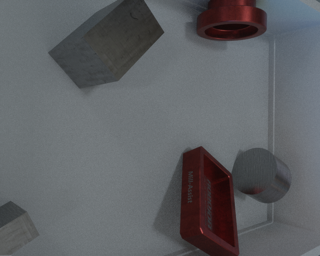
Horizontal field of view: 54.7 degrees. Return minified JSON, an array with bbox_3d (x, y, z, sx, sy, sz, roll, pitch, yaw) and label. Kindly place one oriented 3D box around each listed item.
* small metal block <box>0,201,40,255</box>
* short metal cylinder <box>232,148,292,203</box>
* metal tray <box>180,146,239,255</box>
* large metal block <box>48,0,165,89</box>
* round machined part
[{"bbox_3d":[-0.143,0.093,0.272,0.050,0.050,0.025,-32,110,-36],"label":"small metal block"},{"bbox_3d":[0.168,0.079,0.515,0.050,0.080,0.080,32,70,-36],"label":"short metal cylinder"},{"bbox_3d":[0.068,0.101,0.425,0.090,0.030,0.130,41,37,-32],"label":"metal tray"},{"bbox_3d":[-0.057,-0.090,0.325,0.080,0.080,0.050,-53,121,-27],"label":"large metal block"},{"bbox_3d":[0.103,-0.160,0.447,0.099,0.098,0.042,0,91,-40],"label":"round machined part"}]
